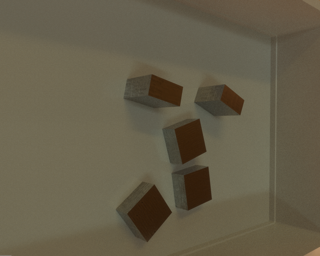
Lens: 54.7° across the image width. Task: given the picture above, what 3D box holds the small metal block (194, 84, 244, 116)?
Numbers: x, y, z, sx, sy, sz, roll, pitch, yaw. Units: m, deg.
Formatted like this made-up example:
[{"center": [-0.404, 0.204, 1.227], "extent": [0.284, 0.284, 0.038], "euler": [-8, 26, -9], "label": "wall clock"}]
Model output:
[{"center": [0.089, -0.040, 0.464], "extent": [0.050, 0.050, 0.025], "euler": [29, 72, -36], "label": "small metal block"}]

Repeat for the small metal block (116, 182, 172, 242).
[{"center": [-0.019, 0.105, 0.391], "extent": [0.050, 0.025, 0.050], "euler": [-44, 116, -31], "label": "small metal block"}]

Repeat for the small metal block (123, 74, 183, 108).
[{"center": [-0.008, -0.044, 0.383], "extent": [0.050, 0.050, 0.025], "euler": [15, 81, -39], "label": "small metal block"}]

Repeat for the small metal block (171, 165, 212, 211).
[{"center": [0.046, 0.084, 0.445], "extent": [0.050, 0.025, 0.050], "euler": [-12, 98, -39], "label": "small metal block"}]

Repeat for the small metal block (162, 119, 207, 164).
[{"center": [0.035, 0.018, 0.436], "extent": [0.050, 0.025, 0.050], "euler": [-22, 104, -38], "label": "small metal block"}]
